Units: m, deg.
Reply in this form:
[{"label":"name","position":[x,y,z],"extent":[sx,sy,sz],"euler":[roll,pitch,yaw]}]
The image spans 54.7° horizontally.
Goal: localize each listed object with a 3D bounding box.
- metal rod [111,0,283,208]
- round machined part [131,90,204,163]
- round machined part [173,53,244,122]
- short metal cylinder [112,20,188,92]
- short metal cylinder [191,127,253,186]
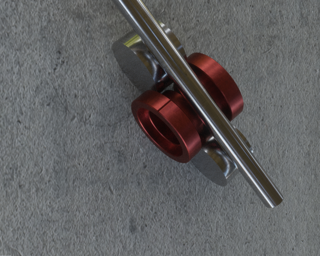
[{"label":"metal rod","position":[0.049,-0.026,0.345],"extent":[0.025,0.025,0.300],"euler":[-42,104,-15]},{"label":"round machined part","position":[0.014,-0.007,0.376],"extent":[0.042,0.098,0.098],"euler":[-42,104,-19]},{"label":"round machined part","position":[0.055,-0.043,0.393],"extent":[0.042,0.098,0.098],"euler":[-40,103,-11]},{"label":"short metal cylinder","position":[-0.012,-0.084,0.377],"extent":[0.050,0.080,0.080],"euler":[-41,103,-16]},{"label":"short metal cylinder","position":[0.075,0.030,0.410],"extent":[0.050,0.080,0.080],"euler":[-41,103,-16]}]
